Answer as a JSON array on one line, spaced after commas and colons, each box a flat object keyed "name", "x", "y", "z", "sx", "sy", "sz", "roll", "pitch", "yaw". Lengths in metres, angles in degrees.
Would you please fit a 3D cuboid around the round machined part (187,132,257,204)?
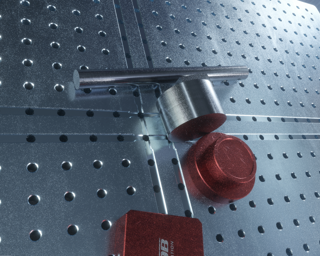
[{"name": "round machined part", "x": 0.090, "y": 0.048, "z": 0.418, "sx": 0.099, "sy": 0.042, "sz": 0.098, "roll": 14, "pitch": 56, "yaw": -21}]

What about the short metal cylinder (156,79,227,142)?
[{"name": "short metal cylinder", "x": 0.041, "y": -0.021, "z": 0.409, "sx": 0.081, "sy": 0.080, "sz": 0.050, "roll": -6, "pitch": 65, "yaw": -31}]

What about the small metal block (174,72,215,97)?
[{"name": "small metal block", "x": 0.042, "y": -0.052, "z": 0.448, "sx": 0.050, "sy": 0.050, "sz": 0.025, "roll": -17, "pitch": 70, "yaw": -35}]

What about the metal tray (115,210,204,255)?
[{"name": "metal tray", "x": 0.000, "y": 0.155, "z": 0.312, "sx": 0.091, "sy": 0.030, "sz": 0.130, "roll": 14, "pitch": 56, "yaw": -21}]

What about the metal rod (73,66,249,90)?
[{"name": "metal rod", "x": 0.022, "y": -0.080, "z": 0.470, "sx": 0.303, "sy": 0.025, "sz": 0.025, "roll": -8, "pitch": 66, "yaw": -32}]
